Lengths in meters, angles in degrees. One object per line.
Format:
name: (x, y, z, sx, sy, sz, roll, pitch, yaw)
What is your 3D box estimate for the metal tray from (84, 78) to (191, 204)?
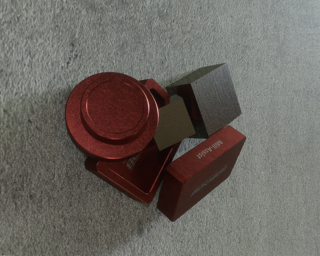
metal tray: (-0.021, 0.015, 0.384, 0.090, 0.030, 0.130, 42, 64, -32)

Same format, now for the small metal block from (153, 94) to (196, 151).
small metal block: (0.010, -0.007, 0.385, 0.050, 0.025, 0.050, -26, 111, -8)

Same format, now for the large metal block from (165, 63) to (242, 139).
large metal block: (0.064, -0.039, 0.444, 0.081, 0.050, 0.080, -34, 111, -35)

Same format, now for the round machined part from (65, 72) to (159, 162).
round machined part: (-0.049, -0.016, 0.327, 0.099, 0.042, 0.098, 4, 72, -14)

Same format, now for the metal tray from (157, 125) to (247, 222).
metal tray: (0.057, 0.060, 0.421, 0.131, 0.030, 0.089, -29, 144, -36)
